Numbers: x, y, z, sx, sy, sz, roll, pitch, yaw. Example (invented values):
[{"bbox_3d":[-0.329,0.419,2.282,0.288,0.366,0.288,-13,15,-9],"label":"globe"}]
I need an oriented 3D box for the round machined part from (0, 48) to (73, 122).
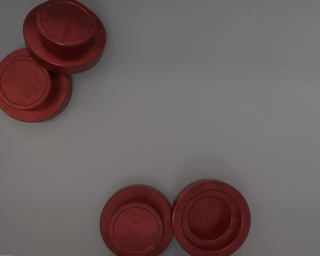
[{"bbox_3d":[-0.169,-0.056,0.401,0.099,0.042,0.097,0,90,0],"label":"round machined part"}]

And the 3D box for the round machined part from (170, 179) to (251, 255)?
[{"bbox_3d":[0.062,0.114,0.400,0.099,0.042,0.097,0,89,-6],"label":"round machined part"}]

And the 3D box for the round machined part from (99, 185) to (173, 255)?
[{"bbox_3d":[-0.030,0.126,0.403,0.099,0.042,0.097,0,90,0],"label":"round machined part"}]

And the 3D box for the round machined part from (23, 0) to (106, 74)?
[{"bbox_3d":[-0.116,-0.119,0.382,0.099,0.042,0.098,6,68,-16],"label":"round machined part"}]
